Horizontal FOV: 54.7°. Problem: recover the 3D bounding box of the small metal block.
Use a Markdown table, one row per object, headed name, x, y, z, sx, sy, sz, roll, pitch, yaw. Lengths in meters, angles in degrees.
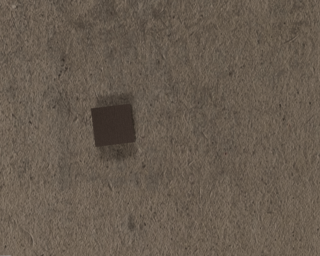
| name | x | y | z | sx | sy | sz | roll | pitch | yaw |
| --- | --- | --- | --- | --- | --- | --- | --- | --- | --- |
| small metal block | -0.061 | -0.004 | 0.409 | 0.050 | 0.025 | 0.050 | -7 | 90 | -1 |
